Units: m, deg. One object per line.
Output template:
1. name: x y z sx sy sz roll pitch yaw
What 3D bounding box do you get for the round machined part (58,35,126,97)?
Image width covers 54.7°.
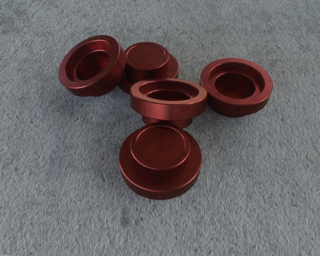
1. round machined part: -0.093 -0.085 0.450 0.098 0.042 0.098 -11 56 17

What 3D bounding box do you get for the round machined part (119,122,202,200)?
1. round machined part: 0.001 0.031 0.367 0.099 0.042 0.098 0 50 0

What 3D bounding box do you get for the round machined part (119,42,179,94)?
1. round machined part: -0.021 -0.095 0.472 0.099 0.042 0.098 0 50 0

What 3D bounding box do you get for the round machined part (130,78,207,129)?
1. round machined part: 0.011 -0.030 0.406 0.099 0.042 0.098 2 27 -1

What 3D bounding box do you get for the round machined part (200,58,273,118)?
1. round machined part: 0.105 -0.053 0.439 0.099 0.042 0.098 0 50 0
